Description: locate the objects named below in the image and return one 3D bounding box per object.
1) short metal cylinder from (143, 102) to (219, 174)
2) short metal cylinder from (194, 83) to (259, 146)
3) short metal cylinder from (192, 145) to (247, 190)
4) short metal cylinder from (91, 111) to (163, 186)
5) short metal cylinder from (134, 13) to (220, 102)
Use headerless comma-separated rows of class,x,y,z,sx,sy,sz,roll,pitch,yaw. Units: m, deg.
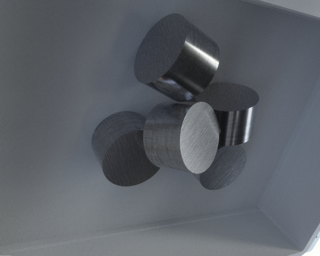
short metal cylinder,0.026,0.010,0.358,0.081,0.050,0.079,-5,97,-50
short metal cylinder,0.085,-0.020,0.407,0.081,0.080,0.050,-16,125,-19
short metal cylinder,0.081,0.046,0.465,0.081,0.050,0.079,-14,124,-21
short metal cylinder,-0.039,0.026,0.387,0.081,0.050,0.079,-14,124,-21
short metal cylinder,0.017,-0.074,0.336,0.050,0.080,0.080,25,105,-37
